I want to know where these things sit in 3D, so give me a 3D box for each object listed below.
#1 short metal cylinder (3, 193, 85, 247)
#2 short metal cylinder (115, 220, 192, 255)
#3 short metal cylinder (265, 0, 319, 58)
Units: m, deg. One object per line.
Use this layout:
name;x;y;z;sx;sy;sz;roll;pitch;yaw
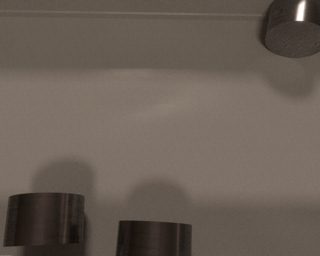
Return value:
short metal cylinder;-0.125;0.102;0.342;0.081;0.080;0.050;-2;70;-1
short metal cylinder;-0.006;0.129;0.333;0.081;0.080;0.050;3;70;1
short metal cylinder;0.193;-0.143;0.435;0.080;0.080;0.050;14;71;5
